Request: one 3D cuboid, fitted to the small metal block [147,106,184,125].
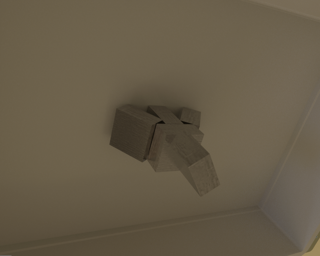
[{"bbox_3d":[0.001,0.005,0.393,0.025,0.050,0.050,1,118,-29],"label":"small metal block"}]

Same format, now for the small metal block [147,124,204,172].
[{"bbox_3d":[0.018,0.023,0.364,0.050,0.025,0.050,1,118,-29],"label":"small metal block"}]

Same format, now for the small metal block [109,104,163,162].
[{"bbox_3d":[-0.030,0.006,0.374,0.025,0.050,0.050,-27,138,-56],"label":"small metal block"}]

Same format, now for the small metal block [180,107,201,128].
[{"bbox_3d":[0.034,0.006,0.410,0.025,0.050,0.050,16,115,2],"label":"small metal block"}]

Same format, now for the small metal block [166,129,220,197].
[{"bbox_3d":[0.036,0.037,0.335,0.025,0.050,0.050,-31,128,-8],"label":"small metal block"}]
